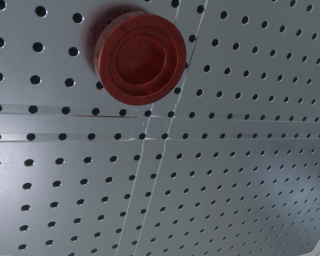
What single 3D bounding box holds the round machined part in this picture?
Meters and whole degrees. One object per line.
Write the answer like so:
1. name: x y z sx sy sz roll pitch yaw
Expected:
1. round machined part: -0.024 -0.077 0.339 0.099 0.042 0.097 -14 124 -21
